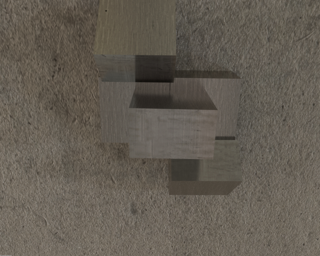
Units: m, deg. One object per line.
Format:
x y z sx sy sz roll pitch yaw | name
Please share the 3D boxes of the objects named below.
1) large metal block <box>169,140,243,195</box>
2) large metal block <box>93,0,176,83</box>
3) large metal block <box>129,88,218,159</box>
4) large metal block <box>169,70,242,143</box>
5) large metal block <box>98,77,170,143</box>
0.053 0.053 0.395 0.081 0.080 0.050 0 66 -1 | large metal block
-0.024 -0.098 0.339 0.081 0.050 0.080 1 66 0 | large metal block
0.011 -0.008 0.326 0.081 0.080 0.050 1 110 -1 | large metal block
0.051 -0.028 0.386 0.081 0.050 0.079 1 110 -1 | large metal block
-0.030 -0.028 0.385 0.081 0.050 0.079 1 110 -1 | large metal block
